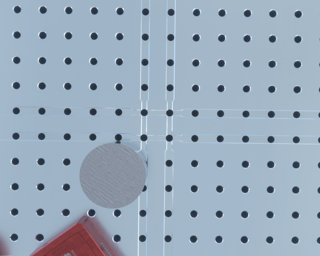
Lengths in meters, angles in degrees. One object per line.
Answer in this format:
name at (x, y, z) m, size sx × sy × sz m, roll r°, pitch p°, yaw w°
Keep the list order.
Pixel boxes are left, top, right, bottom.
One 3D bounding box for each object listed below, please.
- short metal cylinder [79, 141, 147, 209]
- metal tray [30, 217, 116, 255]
short metal cylinder at (-0.057, 0.058, 0.400) m, size 0.081 × 0.050 × 0.079 m, roll 0°, pitch 90°, yaw 0°
metal tray at (-0.101, 0.197, 0.410) m, size 0.090 × 0.030 × 0.130 m, roll -36°, pitch 90°, yaw 0°
